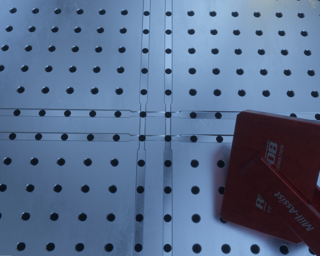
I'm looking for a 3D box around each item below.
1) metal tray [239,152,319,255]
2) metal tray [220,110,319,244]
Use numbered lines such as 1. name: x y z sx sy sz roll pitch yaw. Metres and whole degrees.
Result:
1. metal tray: 0.156 0.078 0.351 0.130 0.091 0.030 48 116 15
2. metal tray: 0.124 0.051 0.343 0.090 0.030 0.129 12 102 25
